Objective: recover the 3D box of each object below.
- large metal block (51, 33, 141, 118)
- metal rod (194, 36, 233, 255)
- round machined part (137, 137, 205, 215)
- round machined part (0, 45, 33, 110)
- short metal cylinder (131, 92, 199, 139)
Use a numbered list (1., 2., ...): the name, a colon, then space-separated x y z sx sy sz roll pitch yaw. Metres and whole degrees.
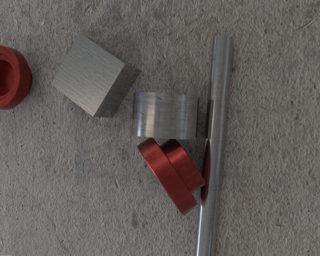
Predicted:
1. large metal block: -0.087 -0.070 0.426 0.080 0.050 0.080 36 102 16
2. metal rod: 0.066 0.038 0.385 0.025 0.025 0.298 5 92 20
3. round machined part: 0.017 0.050 0.368 0.042 0.098 0.098 -34 79 -5
4. round machined part: -0.242 -0.077 0.485 0.098 0.042 0.097 0 90 20
5. short metal cylinder: 0.007 -0.014 0.377 0.080 0.080 0.050 4 92 20
